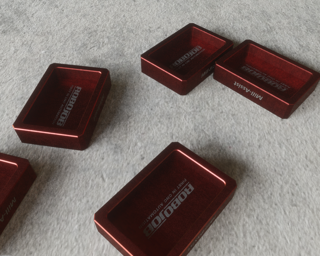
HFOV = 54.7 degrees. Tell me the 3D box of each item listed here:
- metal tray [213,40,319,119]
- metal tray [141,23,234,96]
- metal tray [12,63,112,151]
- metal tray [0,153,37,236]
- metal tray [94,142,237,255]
[{"bbox_3d":[0.158,-0.078,0.467,0.130,0.030,0.090,37,59,26],"label":"metal tray"},{"bbox_3d":[0.044,-0.114,0.496,0.090,0.030,0.131,34,58,25],"label":"metal tray"},{"bbox_3d":[-0.128,-0.034,0.426,0.090,0.030,0.130,7,50,5],"label":"metal tray"},{"bbox_3d":[-0.206,0.084,0.326,0.090,0.030,0.130,13,51,10],"label":"metal tray"},{"bbox_3d":[0.008,0.083,0.330,0.090,0.030,0.131,34,57,25],"label":"metal tray"}]
